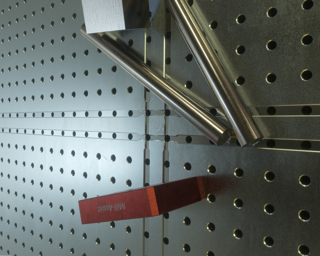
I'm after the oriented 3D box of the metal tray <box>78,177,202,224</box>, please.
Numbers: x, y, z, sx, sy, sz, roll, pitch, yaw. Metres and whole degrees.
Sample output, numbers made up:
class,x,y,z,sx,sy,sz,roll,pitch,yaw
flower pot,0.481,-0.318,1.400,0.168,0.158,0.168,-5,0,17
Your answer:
class,x,y,z,sx,sy,sz,roll,pitch,yaw
metal tray,-0.027,0.091,0.386,0.130,0.091,0.030,-19,78,38

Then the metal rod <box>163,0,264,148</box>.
class,x,y,z,sx,sy,sz,roll,pitch,yaw
metal rod,0.040,-0.114,0.374,0.025,0.025,0.299,-37,68,33

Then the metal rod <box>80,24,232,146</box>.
class,x,y,z,sx,sy,sz,roll,pitch,yaw
metal rod,-0.023,-0.075,0.425,0.300,0.025,0.025,42,115,31

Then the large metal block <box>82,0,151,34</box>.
class,x,y,z,sx,sy,sz,roll,pitch,yaw
large metal block,-0.063,-0.177,0.429,0.080,0.050,0.079,9,112,39
